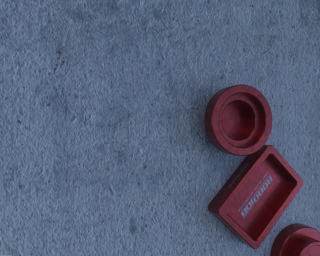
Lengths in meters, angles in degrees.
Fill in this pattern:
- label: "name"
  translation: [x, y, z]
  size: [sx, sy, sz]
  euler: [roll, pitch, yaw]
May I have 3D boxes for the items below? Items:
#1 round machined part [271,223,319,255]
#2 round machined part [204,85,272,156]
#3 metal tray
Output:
- label: "round machined part"
  translation: [0.228, 0.205, 0.487]
  size: [0.099, 0.042, 0.097]
  euler: [0, 90, -21]
- label: "round machined part"
  translation: [0.106, -0.011, 0.441]
  size: [0.099, 0.042, 0.097]
  euler: [0, 90, -21]
- label: "metal tray"
  translation: [0.145, 0.099, 0.461]
  size: [0.090, 0.030, 0.130]
  euler: [46, 76, -15]
